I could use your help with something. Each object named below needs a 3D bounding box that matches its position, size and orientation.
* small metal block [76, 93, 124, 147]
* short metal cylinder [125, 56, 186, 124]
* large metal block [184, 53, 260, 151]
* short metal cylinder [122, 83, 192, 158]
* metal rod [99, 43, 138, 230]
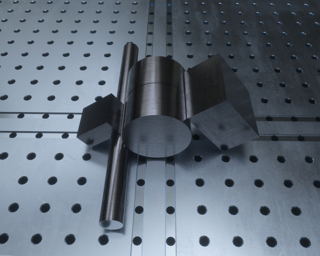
[{"bbox_3d":[-0.075,-0.010,0.396,0.050,0.025,0.050,-24,44,26],"label":"small metal block"},{"bbox_3d":[-0.003,-0.046,0.405,0.081,0.080,0.050,0,50,0],"label":"short metal cylinder"},{"bbox_3d":[0.075,-0.031,0.384,0.050,0.080,0.080,-26,44,29],"label":"large metal block"},{"bbox_3d":[-0.004,-0.007,0.373,0.081,0.080,0.050,0,50,0],"label":"short metal cylinder"},{"bbox_3d":[-0.049,-0.015,0.414,0.025,0.025,0.300,0,50,0],"label":"metal rod"}]
